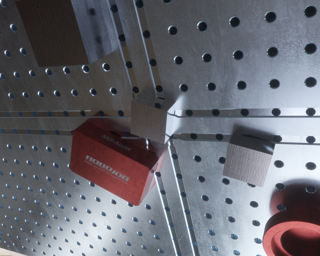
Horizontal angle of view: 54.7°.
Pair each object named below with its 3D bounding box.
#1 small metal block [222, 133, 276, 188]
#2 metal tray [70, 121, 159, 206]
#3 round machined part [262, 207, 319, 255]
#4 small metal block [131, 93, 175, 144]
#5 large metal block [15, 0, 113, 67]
[{"bbox_3d":[0.108,0.039,0.378,0.050,0.025,0.050,16,125,19],"label":"small metal block"},{"bbox_3d":[-0.075,0.056,0.480,0.130,0.030,0.089,26,127,11],"label":"metal tray"},{"bbox_3d":[0.183,0.139,0.389,0.098,0.042,0.097,13,124,20],"label":"round machined part"},{"bbox_3d":[-0.010,-0.012,0.408,0.050,0.025,0.050,17,125,18],"label":"small metal block"},{"bbox_3d":[-0.115,-0.122,0.378,0.080,0.050,0.079,3,120,26],"label":"large metal block"}]
